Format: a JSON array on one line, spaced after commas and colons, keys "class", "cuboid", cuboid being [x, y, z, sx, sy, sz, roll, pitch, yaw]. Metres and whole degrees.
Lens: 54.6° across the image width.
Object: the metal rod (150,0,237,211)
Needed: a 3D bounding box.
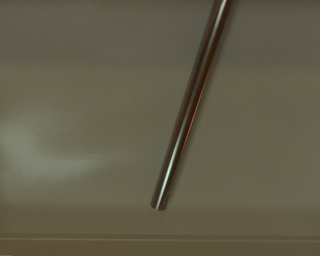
[{"class": "metal rod", "cuboid": [0.038, -0.022, 0.403, 0.025, 0.025, 0.298, 15, 109, -6]}]
